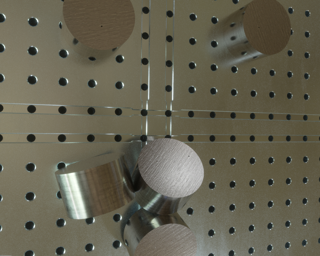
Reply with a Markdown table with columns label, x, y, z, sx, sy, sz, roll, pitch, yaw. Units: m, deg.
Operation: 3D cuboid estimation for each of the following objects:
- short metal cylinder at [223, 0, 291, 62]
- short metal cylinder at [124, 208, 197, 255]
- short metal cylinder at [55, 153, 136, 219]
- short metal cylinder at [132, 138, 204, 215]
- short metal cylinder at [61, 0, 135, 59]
| label | x | y | z | sx | sy | sz | roll | pitch | yaw |
| --- | --- | --- | --- | --- | --- | --- | --- | --- | --- |
| short metal cylinder | 0.140 | -0.141 | 0.451 | 0.081 | 0.050 | 0.079 | 0 | 90 | -20 |
| short metal cylinder | -0.001 | 0.143 | 0.390 | 0.081 | 0.050 | 0.079 | -5 | 106 | -19 |
| short metal cylinder | -0.073 | 0.064 | 0.356 | 0.081 | 0.080 | 0.050 | -16 | 96 | -19 |
| short metal cylinder | 0.007 | 0.059 | 0.382 | 0.081 | 0.050 | 0.080 | 10 | 51 | -12 |
| short metal cylinder | -0.075 | -0.128 | 0.371 | 0.081 | 0.050 | 0.079 | 0 | 90 | -20 |
